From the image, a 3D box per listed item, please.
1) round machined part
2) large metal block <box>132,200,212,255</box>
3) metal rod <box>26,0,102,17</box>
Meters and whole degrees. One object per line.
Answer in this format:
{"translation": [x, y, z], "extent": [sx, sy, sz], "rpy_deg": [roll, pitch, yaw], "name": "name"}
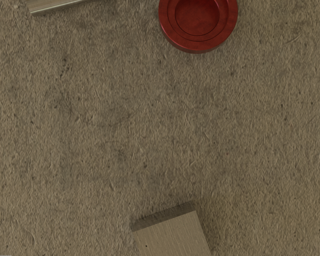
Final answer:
{"translation": [0.047, -0.144, 0.402], "extent": [0.099, 0.042, 0.097], "rpy_deg": [0, 90, 0], "name": "round machined part"}
{"translation": [0.018, 0.150, 0.398], "extent": [0.080, 0.050, 0.080], "rpy_deg": [-19, 90, 0], "name": "large metal block"}
{"translation": [-0.024, -0.197, 0.409], "extent": [0.302, 0.025, 0.025], "rpy_deg": [-15, 90, 0], "name": "metal rod"}
